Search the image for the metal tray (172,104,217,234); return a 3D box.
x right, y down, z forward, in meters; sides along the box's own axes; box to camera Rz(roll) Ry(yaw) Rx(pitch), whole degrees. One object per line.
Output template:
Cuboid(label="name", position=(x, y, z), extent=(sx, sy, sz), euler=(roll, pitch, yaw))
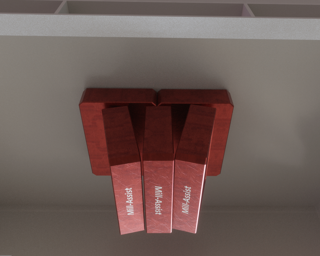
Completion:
Cuboid(label="metal tray", position=(0.039, 0.049, 0.364), extent=(0.030, 0.090, 0.129), euler=(9, 131, 11))

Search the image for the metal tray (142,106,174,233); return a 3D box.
Cuboid(label="metal tray", position=(-0.002, 0.050, 0.366), extent=(0.030, 0.090, 0.129), euler=(0, 128, 0))

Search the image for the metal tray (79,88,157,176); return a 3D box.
Cuboid(label="metal tray", position=(-0.050, 0.010, 0.410), extent=(0.091, 0.030, 0.129), euler=(0, 130, -1))

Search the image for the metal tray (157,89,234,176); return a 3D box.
Cuboid(label="metal tray", position=(0.041, 0.010, 0.413), extent=(0.091, 0.030, 0.129), euler=(0, 130, -1))

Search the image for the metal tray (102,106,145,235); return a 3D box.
Cuboid(label="metal tray", position=(-0.042, 0.051, 0.364), extent=(0.030, 0.090, 0.129), euler=(-8, 131, -10))
